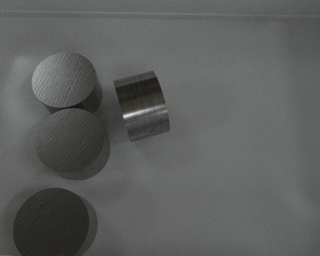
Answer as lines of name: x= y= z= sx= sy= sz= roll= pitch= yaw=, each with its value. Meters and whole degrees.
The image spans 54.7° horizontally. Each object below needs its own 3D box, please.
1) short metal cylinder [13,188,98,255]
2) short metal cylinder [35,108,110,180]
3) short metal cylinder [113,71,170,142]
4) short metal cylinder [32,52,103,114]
short metal cylinder: x=-0.116 y=0.112 z=0.354 sx=0.081 sy=0.050 sz=0.080 roll=0 pitch=70 yaw=0
short metal cylinder: x=-0.106 y=0.022 z=0.387 sx=0.081 sy=0.050 sz=0.080 roll=0 pitch=70 yaw=0
short metal cylinder: x=-0.024 y=-0.027 z=0.390 sx=0.050 sy=0.080 sz=0.080 roll=-16 pitch=71 yaw=-6
short metal cylinder: x=-0.121 y=-0.054 z=0.415 sx=0.081 sy=0.050 sz=0.080 roll=0 pitch=70 yaw=0
